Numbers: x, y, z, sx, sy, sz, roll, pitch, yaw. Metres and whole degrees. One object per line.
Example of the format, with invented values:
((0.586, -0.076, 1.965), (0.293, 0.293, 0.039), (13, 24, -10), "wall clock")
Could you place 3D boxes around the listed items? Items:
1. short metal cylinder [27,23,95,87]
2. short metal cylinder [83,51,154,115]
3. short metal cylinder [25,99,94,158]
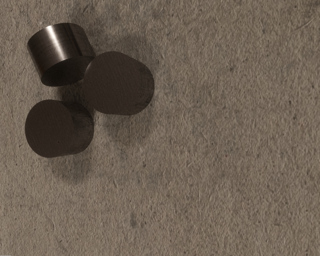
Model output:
((-0.132, -0.098, 0.425), (0.080, 0.080, 0.050), (-28, 81, 17), "short metal cylinder")
((-0.054, -0.057, 0.414), (0.080, 0.050, 0.079), (0, 90, 19), "short metal cylinder")
((-0.143, 0.001, 0.445), (0.080, 0.050, 0.079), (0, 90, 19), "short metal cylinder")
